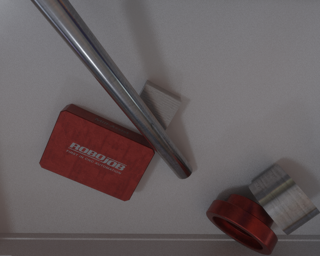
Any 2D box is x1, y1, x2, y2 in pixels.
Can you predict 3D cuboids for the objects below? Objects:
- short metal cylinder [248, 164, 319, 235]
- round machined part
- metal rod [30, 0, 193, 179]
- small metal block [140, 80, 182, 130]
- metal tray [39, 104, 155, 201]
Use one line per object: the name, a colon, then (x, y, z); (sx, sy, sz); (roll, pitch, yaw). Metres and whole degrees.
short metal cylinder: (0.166, 0.095, 0.418); (0.050, 0.080, 0.080); (-40, 106, 10)
round machined part: (0.118, 0.129, 0.432); (0.098, 0.098, 0.042); (43, 69, -15)
metal rod: (-0.035, -0.030, 0.340); (0.025, 0.025, 0.300); (-29, 131, 10)
small metal block: (-0.007, -0.027, 0.401); (0.050, 0.025, 0.050); (27, 108, -10)
metal tray: (-0.083, 0.035, 0.420); (0.131, 0.030, 0.089); (25, 108, -10)
